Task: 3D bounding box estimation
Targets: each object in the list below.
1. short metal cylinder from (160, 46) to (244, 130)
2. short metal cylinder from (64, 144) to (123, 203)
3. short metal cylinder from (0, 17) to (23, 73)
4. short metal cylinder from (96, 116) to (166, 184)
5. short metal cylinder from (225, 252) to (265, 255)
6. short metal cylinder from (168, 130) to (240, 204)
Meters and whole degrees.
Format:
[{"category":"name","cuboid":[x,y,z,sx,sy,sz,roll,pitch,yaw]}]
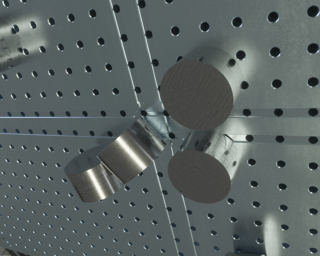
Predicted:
[{"category":"short metal cylinder","cuboid":[0.047,-0.044,0.343,0.080,0.050,0.079,13,124,21]},{"category":"short metal cylinder","cuboid":[-0.095,0.067,0.467,0.080,0.080,0.050,-9,114,32]},{"category":"short metal cylinder","cuboid":[-0.252,-0.119,0.454,0.080,0.050,0.079,13,124,21]},{"category":"short metal cylinder","cuboid":[-0.038,0.029,0.414,0.050,0.080,0.080,48,129,-6]},{"category":"short metal cylinder","cuboid":[0.126,0.224,0.448,0.050,0.080,0.080,-9,114,32]},{"category":"short metal cylinder","cuboid":[0.057,0.049,0.395,0.080,0.050,0.079,13,124,21]}]
